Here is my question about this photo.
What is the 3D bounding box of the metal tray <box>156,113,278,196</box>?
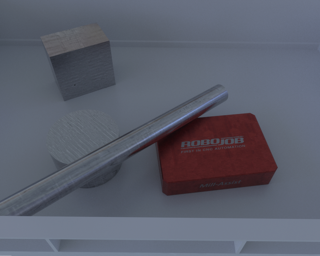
[{"bbox_3d":[0.063,0.029,0.378,0.131,0.030,0.090,-5,50,-5],"label":"metal tray"}]

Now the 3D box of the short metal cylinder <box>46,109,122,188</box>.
[{"bbox_3d":[-0.087,0.024,0.368,0.081,0.050,0.080,0,50,0],"label":"short metal cylinder"}]

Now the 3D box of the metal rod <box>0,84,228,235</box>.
[{"bbox_3d":[-0.030,0.016,0.335,0.302,0.025,0.025,-29,56,-32],"label":"metal rod"}]

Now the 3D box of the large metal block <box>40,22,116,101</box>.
[{"bbox_3d":[-0.115,-0.095,0.448,0.081,0.080,0.050,-21,54,-17],"label":"large metal block"}]
